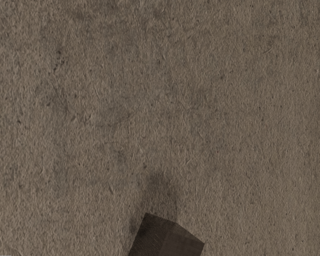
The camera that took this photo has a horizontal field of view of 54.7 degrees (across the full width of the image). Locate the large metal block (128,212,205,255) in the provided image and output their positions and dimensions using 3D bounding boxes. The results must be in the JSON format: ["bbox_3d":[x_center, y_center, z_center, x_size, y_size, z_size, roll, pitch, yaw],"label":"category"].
[{"bbox_3d":[0.001,0.160,0.382,0.050,0.080,0.080,25,82,-19],"label":"large metal block"}]
